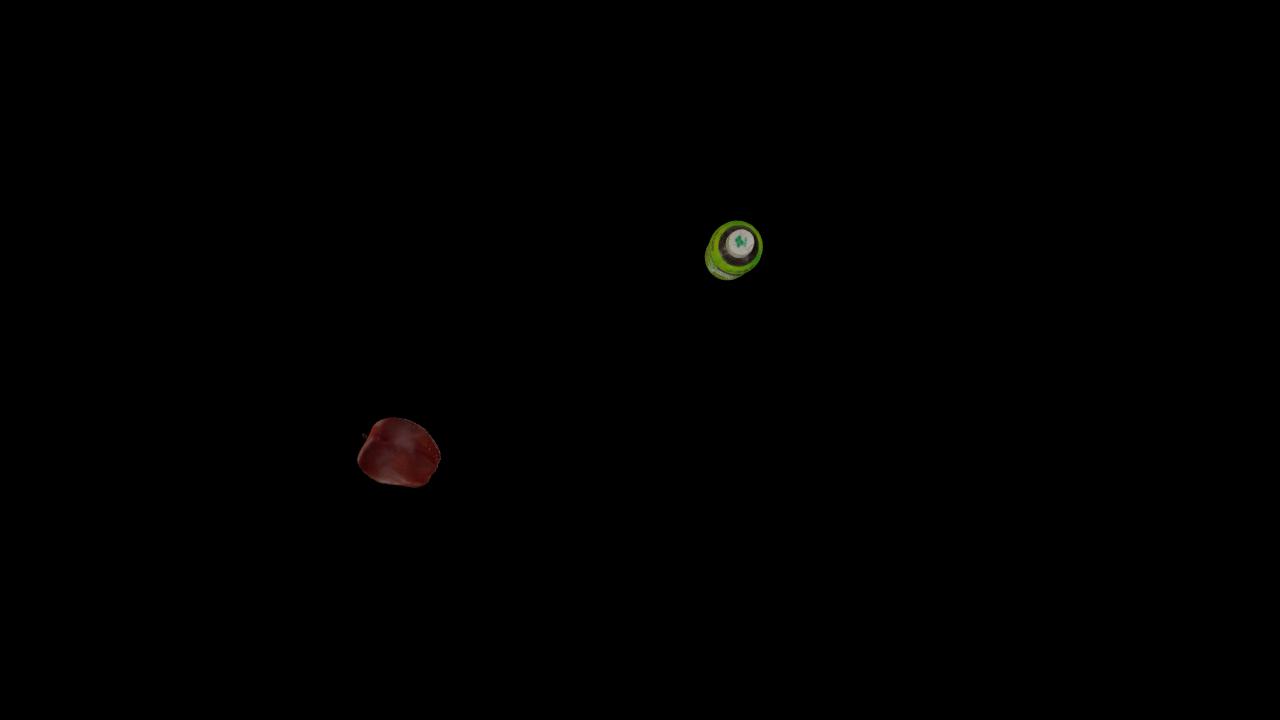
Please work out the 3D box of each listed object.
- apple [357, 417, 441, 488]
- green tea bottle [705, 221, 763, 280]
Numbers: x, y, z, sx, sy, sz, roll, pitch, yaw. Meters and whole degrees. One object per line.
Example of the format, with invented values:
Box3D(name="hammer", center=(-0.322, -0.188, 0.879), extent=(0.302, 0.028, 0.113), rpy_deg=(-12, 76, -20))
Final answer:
Box3D(name="apple", center=(-0.285, 0.110, 0.727), extent=(0.093, 0.079, 0.079), rpy_deg=(29, -8, -15))
Box3D(name="green tea bottle", center=(0.125, -0.144, 0.816), extent=(0.073, 0.073, 0.212), rpy_deg=(0, 6, 2))
